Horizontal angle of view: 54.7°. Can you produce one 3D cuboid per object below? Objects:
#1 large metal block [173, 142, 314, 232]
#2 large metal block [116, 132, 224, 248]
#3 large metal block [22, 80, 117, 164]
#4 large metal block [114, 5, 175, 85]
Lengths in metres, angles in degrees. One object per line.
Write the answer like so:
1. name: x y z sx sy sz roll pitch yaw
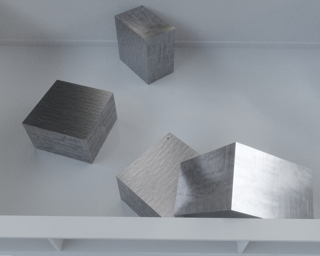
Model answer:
1. large metal block: 0.070 0.056 0.268 0.081 0.080 0.050 19 65 -21
2. large metal block: 0.012 0.064 0.335 0.080 0.050 0.080 36 59 26
3. large metal block: -0.110 -0.010 0.396 0.080 0.050 0.080 14 51 11
4. large metal block: -0.023 -0.128 0.476 0.050 0.080 0.080 -31 57 -23
